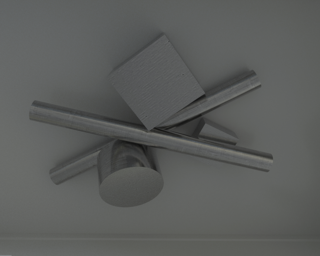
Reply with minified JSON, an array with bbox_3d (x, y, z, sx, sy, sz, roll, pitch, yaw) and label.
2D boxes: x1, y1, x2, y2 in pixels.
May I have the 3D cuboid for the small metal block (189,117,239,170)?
[{"bbox_3d":[0.069,0.021,0.417,0.050,0.025,0.050,25,108,-10],"label":"small metal block"}]

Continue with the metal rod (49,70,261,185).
[{"bbox_3d":[-0.013,0.003,0.410,0.301,0.025,0.025,-26,108,8],"label":"metal rod"}]

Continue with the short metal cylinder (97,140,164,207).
[{"bbox_3d":[-0.040,0.058,0.402,0.081,0.050,0.079,-8,133,-9],"label":"short metal cylinder"}]

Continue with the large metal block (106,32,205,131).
[{"bbox_3d":[-0.004,-0.057,0.375,0.080,0.050,0.080,-34,107,11],"label":"large metal block"}]

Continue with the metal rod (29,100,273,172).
[{"bbox_3d":[-0.006,0.012,0.387,0.302,0.025,0.025,13,110,-5],"label":"metal rod"}]
